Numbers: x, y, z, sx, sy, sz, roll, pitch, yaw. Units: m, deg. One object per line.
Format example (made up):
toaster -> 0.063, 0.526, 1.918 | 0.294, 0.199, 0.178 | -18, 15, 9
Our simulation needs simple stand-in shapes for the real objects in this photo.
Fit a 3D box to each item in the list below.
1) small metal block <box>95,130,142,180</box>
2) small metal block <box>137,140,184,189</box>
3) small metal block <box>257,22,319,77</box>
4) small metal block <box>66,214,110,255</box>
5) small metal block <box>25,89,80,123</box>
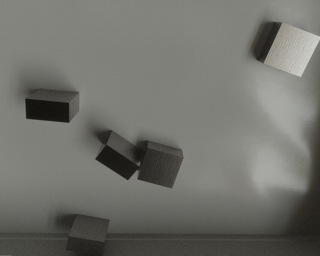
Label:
small metal block -> -0.053, 0.035, 0.410 | 0.050, 0.050, 0.025 | 36, 106, -13
small metal block -> 0.000, 0.051, 0.430 | 0.050, 0.025, 0.050 | 16, 109, -7
small metal block -> 0.156, -0.096, 0.378 | 0.050, 0.025, 0.050 | 18, 109, -7
small metal block -> -0.104, 0.156, 0.454 | 0.050, 0.050, 0.025 | 12, 110, -5
small metal block -> -0.132, -0.029, 0.386 | 0.050, 0.050, 0.025 | 6, 110, -3
